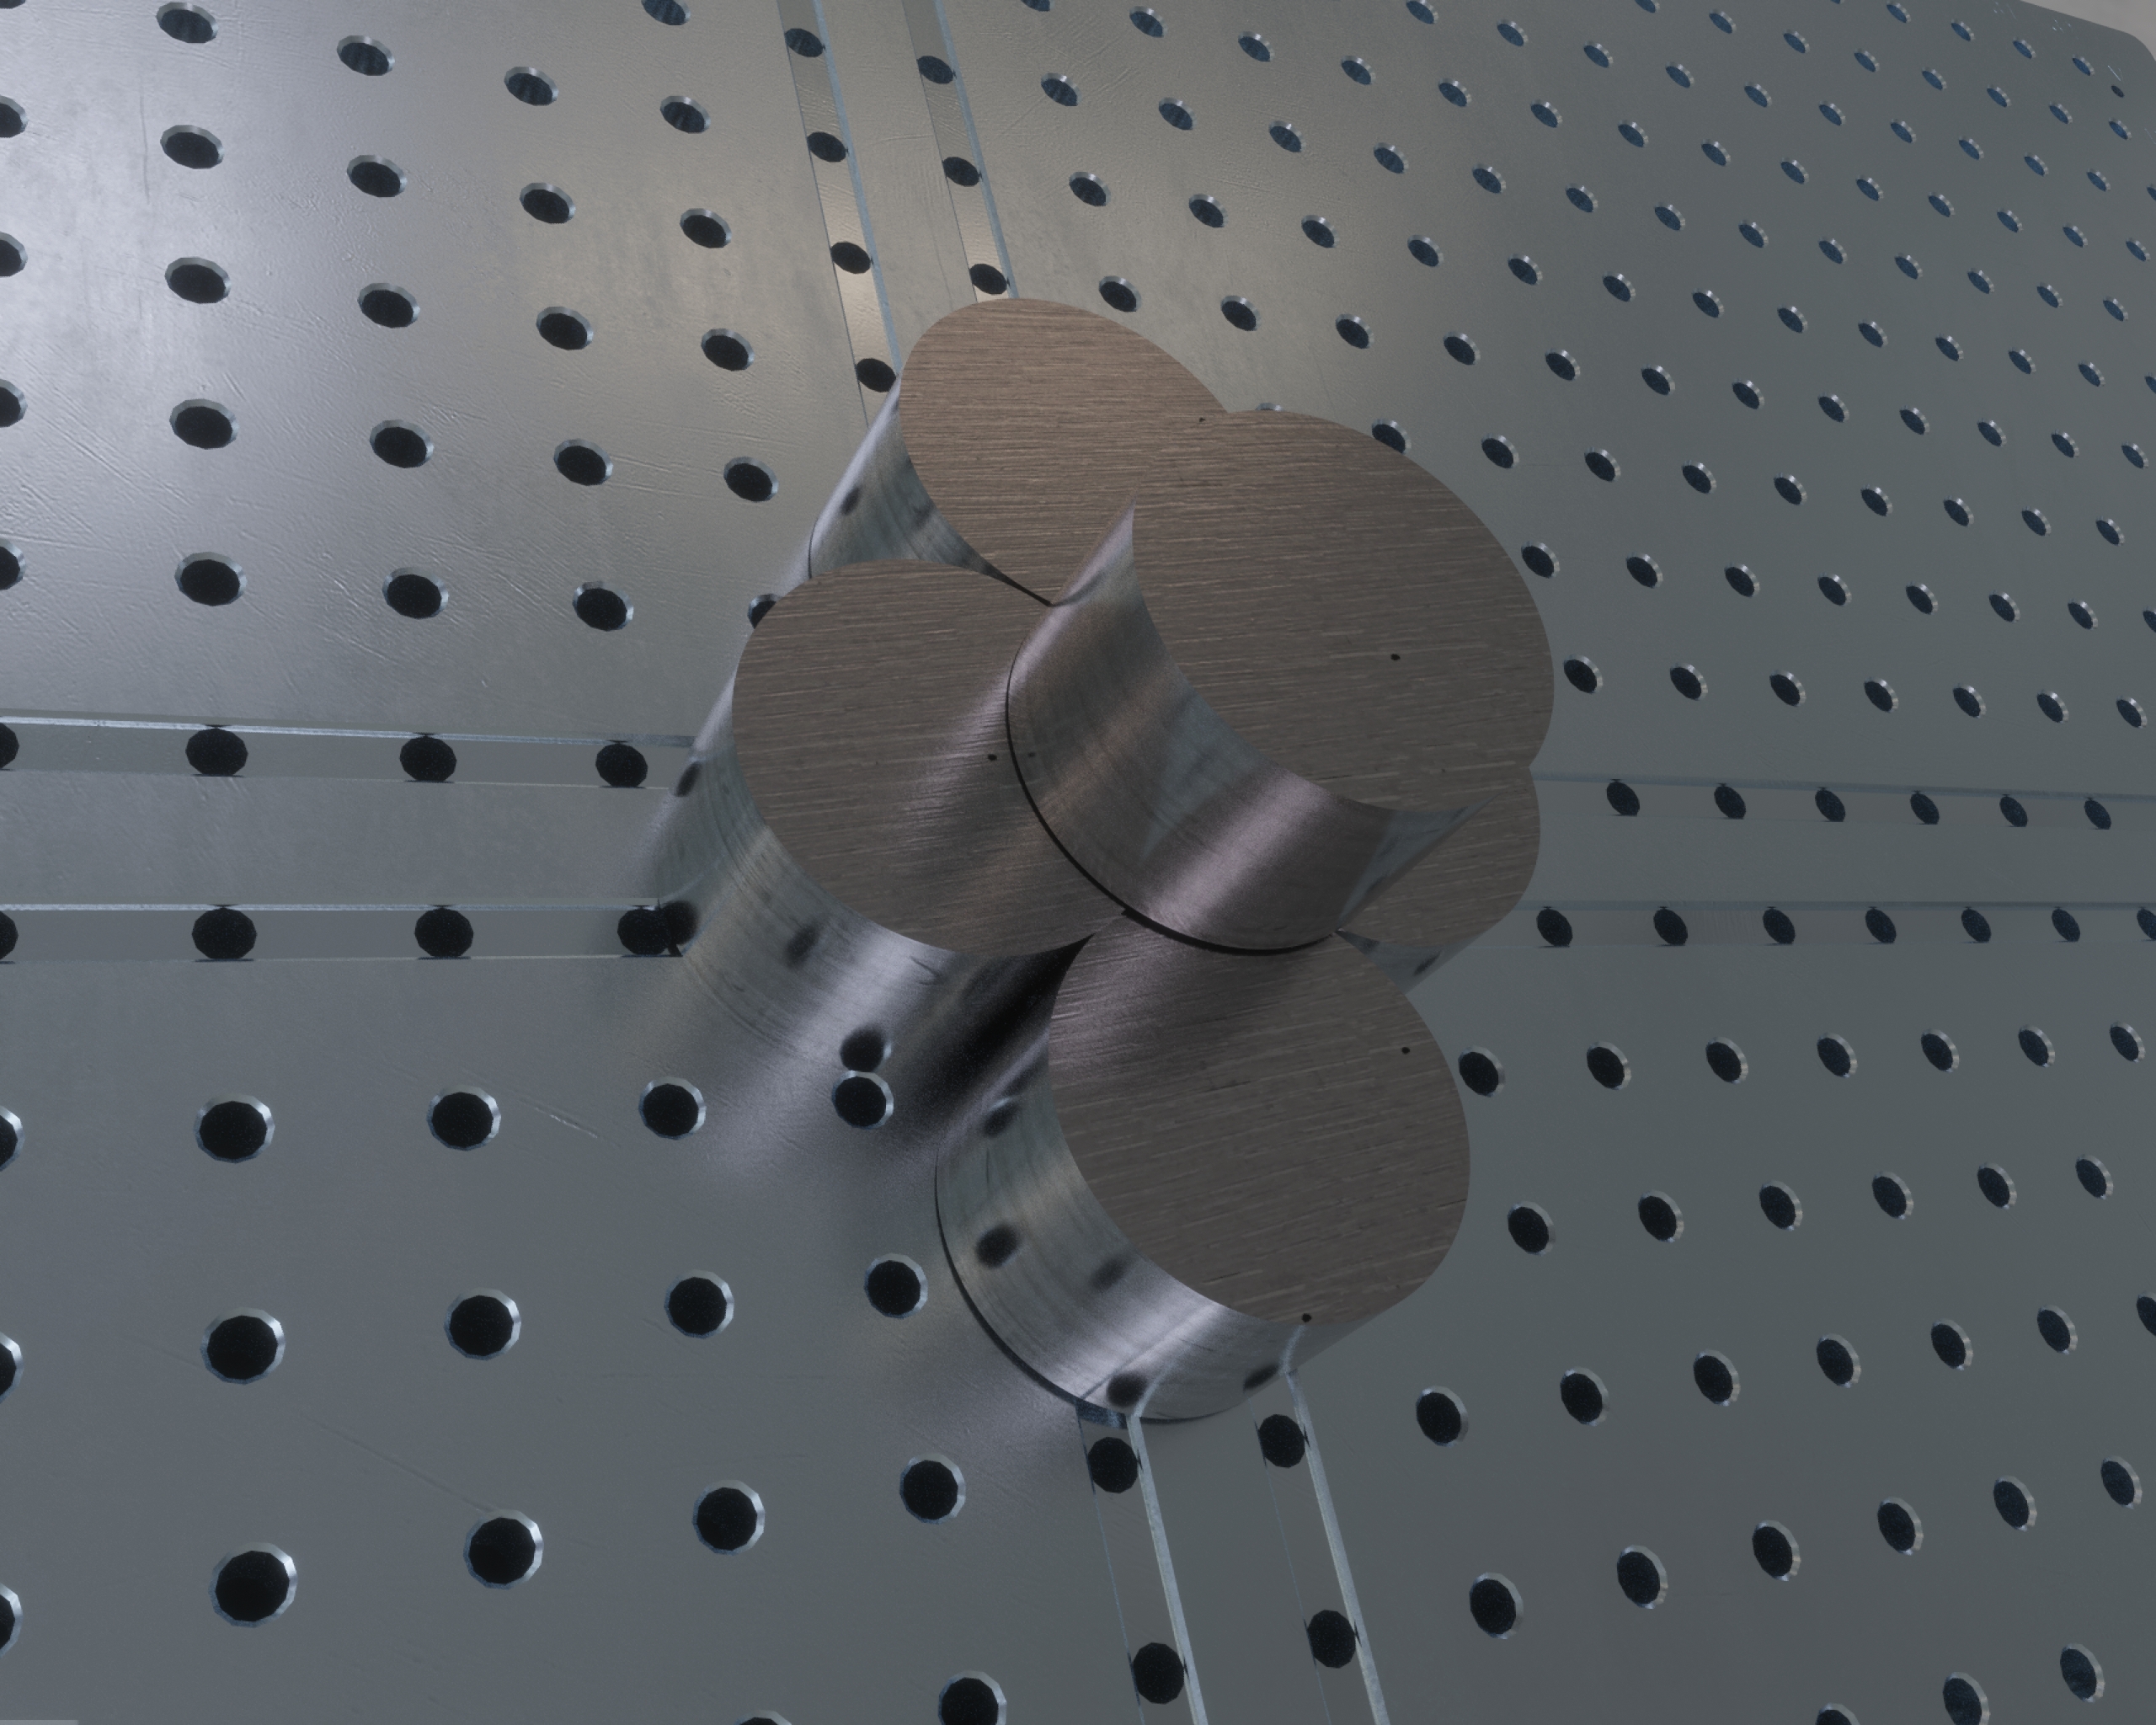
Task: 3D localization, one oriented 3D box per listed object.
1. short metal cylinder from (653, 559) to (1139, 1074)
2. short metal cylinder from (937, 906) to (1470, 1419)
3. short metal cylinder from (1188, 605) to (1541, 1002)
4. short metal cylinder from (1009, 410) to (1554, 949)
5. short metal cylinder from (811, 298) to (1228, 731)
[{"bbox_3d":[-0.031,-0.008,0.380,0.081,0.050,0.080,14,56,-21],"label":"short metal cylinder"},{"bbox_3d":[0.022,0.052,0.371,0.081,0.050,0.080,14,54,-20],"label":"short metal cylinder"},{"bbox_3d":[0.045,-0.008,0.420,0.081,0.050,0.080,14,56,-21],"label":"short metal cylinder"},{"bbox_3d":[0.035,-0.031,0.364,0.081,0.050,0.080,14,56,-21],"label":"short metal cylinder"},{"bbox_3d":[-0.008,-0.068,0.428,0.081,0.050,0.080,14,56,-22],"label":"short metal cylinder"}]
